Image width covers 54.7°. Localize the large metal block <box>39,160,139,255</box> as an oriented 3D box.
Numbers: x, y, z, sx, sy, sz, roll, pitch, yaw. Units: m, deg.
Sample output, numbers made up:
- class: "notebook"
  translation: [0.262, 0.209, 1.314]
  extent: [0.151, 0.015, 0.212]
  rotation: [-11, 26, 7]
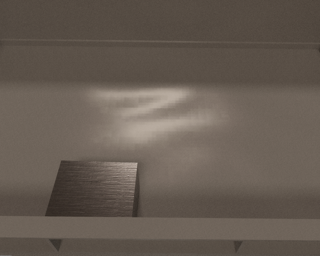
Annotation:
- class: "large metal block"
  translation: [-0.066, 0.082, 0.319]
  extent: [0.081, 0.050, 0.080]
  rotation: [2, 50, 1]
